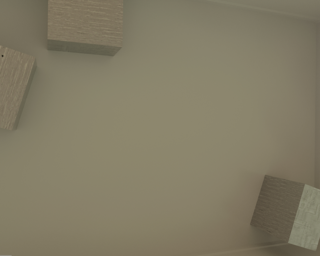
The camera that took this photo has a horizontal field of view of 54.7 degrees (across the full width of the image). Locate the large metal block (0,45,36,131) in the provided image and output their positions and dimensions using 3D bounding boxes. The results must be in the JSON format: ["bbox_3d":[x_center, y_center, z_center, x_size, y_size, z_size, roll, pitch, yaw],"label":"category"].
[{"bbox_3d":[-0.185,-0.047,0.329,0.081,0.050,0.080,17,84,-19],"label":"large metal block"}]

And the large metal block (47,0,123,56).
[{"bbox_3d":[-0.089,-0.133,0.364,0.081,0.050,0.080,1,90,-20],"label":"large metal block"}]

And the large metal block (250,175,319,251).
[{"bbox_3d":[0.187,0.119,0.450,0.050,0.080,0.080,22,83,-19],"label":"large metal block"}]
